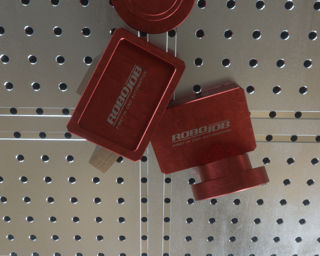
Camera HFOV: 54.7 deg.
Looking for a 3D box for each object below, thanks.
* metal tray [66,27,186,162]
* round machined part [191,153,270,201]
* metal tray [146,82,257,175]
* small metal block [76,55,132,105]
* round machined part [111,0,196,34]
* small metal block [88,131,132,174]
[{"bbox_3d":[-0.038,-0.037,0.362,0.090,0.030,0.130,27,87,-11],"label":"metal tray"},{"bbox_3d":[0.088,0.062,0.406,0.098,0.098,0.042,-16,78,6],"label":"round machined part"},{"bbox_3d":[0.053,0.002,0.412,0.131,0.030,0.090,-16,110,5],"label":"metal tray"},{"bbox_3d":[-0.070,-0.056,0.392,0.050,0.025,0.050,30,107,-11],"label":"small metal block"},{"bbox_3d":[-0.007,-0.156,0.347,0.099,0.042,0.097,0,110,0],"label":"round machined part"},{"bbox_3d":[-0.064,0.024,0.408,0.025,0.050,0.050,39,105,-13],"label":"small metal block"}]
